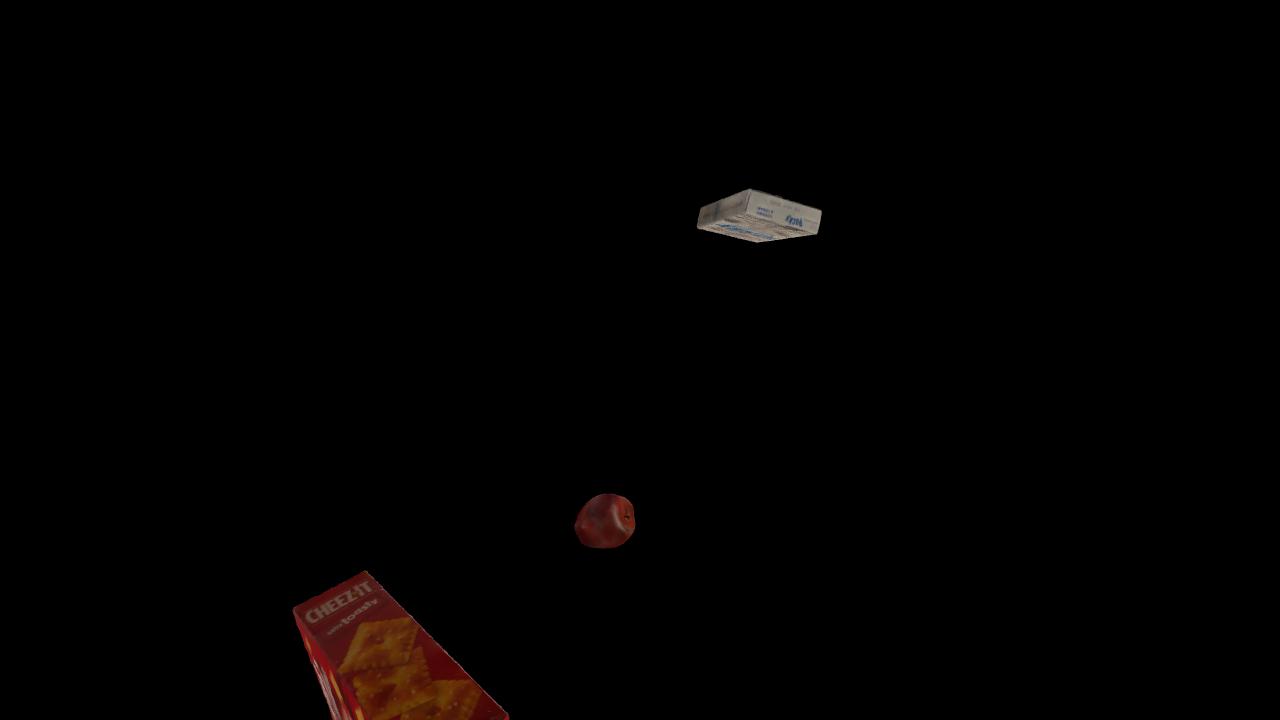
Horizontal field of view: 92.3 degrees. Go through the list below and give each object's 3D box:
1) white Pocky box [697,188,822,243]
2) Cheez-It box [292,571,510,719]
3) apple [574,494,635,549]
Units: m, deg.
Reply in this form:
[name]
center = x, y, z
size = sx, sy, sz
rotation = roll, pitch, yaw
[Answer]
[white Pocky box]
center = 0.125, -0.155, 0.673
size = 0.084, 0.028, 0.154
rotation = 11, 4, -14
[Cheez-It box]
center = -0.175, 0.286, 0.469
size = 0.223, 0.166, 0.071
rotation = 15, 28, 42
[apple]
center = -0.051, 0.236, 0.897
size = 0.093, 0.079, 0.079
rotation = -23, -12, 29
